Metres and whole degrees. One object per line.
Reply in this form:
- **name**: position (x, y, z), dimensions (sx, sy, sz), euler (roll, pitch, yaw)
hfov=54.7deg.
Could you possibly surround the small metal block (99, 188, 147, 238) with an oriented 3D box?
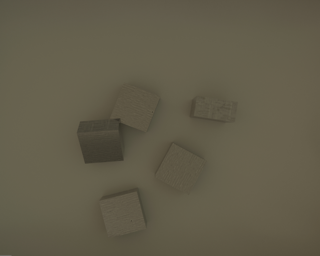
- **small metal block**: position (-0.048, 0.112, 0.411), dimensions (0.050, 0.025, 0.050), euler (-14, 90, -1)

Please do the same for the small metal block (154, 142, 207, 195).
- **small metal block**: position (0.027, 0.053, 0.412), dimensions (0.050, 0.025, 0.050), euler (28, 90, -1)

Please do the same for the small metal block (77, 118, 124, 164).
- **small metal block**: position (-0.074, 0.017, 0.398), dimensions (0.050, 0.025, 0.050), euler (-5, 125, -1)

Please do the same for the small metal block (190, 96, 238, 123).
- **small metal block**: position (0.068, -0.023, 0.400), dimensions (0.050, 0.050, 0.025), euler (9, 90, -1)

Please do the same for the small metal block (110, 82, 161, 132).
- **small metal block**: position (-0.032, -0.027, 0.411), dimensions (0.050, 0.025, 0.050), euler (21, 90, -1)
